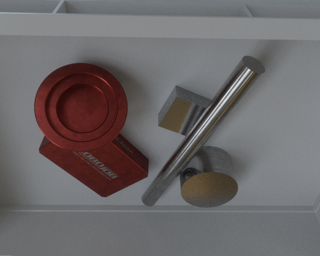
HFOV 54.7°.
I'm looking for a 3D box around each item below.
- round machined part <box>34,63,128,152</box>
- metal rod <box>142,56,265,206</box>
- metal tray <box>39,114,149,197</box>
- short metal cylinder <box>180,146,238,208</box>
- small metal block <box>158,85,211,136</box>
[{"bbox_3d":[-0.088,-0.022,0.356,0.099,0.042,0.097,1,87,-10],"label":"round machined part"},{"bbox_3d":[0.036,0.028,0.403,0.025,0.025,0.298,16,137,-14],"label":"metal rod"},{"bbox_3d":[-0.089,0.040,0.439,0.090,0.030,0.130,-29,125,22],"label":"metal tray"},{"bbox_3d":[0.069,0.073,0.456,0.081,0.050,0.079,0,130,0],"label":"short metal cylinder"},{"bbox_3d":[0.031,-0.019,0.393,0.050,0.025,0.050,20,127,-17],"label":"small metal block"}]
